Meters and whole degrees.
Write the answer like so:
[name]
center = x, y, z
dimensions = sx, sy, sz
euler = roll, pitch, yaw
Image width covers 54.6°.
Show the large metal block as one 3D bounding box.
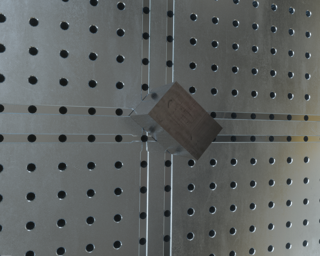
[large metal block]
center = 0.017, -0.008, 0.389
dimensions = 0.080, 0.080, 0.050
euler = 43, 77, -15
